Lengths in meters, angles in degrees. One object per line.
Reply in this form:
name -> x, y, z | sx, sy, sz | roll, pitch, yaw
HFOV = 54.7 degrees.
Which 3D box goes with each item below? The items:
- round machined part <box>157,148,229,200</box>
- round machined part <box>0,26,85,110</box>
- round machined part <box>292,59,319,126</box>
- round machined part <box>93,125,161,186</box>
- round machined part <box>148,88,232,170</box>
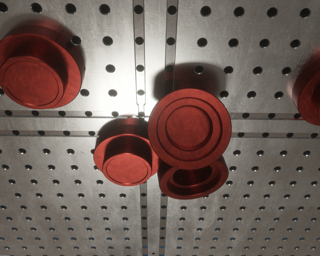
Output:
round machined part -> 0.045, 0.058, 0.445 | 0.099, 0.042, 0.097 | -6, 136, -6
round machined part -> -0.138, -0.060, 0.348 | 0.099, 0.042, 0.097 | -1, 130, 0
round machined part -> 0.216, -0.038, 0.371 | 0.099, 0.042, 0.097 | -1, 130, 0
round machined part -> -0.045, 0.045, 0.439 | 0.099, 0.042, 0.097 | 0, 130, 0
round machined part -> 0.035, -0.001, 0.382 | 0.099, 0.042, 0.097 | 0, 99, 2
